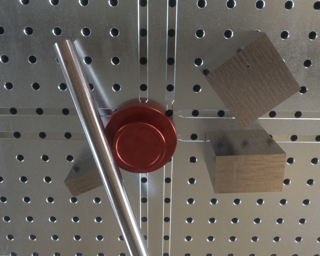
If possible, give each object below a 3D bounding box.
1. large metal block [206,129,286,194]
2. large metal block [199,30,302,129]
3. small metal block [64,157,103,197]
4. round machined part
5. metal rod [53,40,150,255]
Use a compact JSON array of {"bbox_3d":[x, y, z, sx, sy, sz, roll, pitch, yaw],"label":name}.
[{"bbox_3d":[0.105,0.040,0.400,0.081,0.080,0.050,-2,110,0],"label":"large metal block"},{"bbox_3d":[0.107,-0.060,0.379,0.080,0.050,0.080,-36,106,12],"label":"large metal block"},{"bbox_3d":[-0.096,0.062,0.422,0.050,0.050,0.025,-23,109,8],"label":"small metal block"},{"bbox_3d":[-0.027,0.018,0.411,0.099,0.042,0.097,0,110,0],"label":"round machined part"},{"bbox_3d":[-0.069,0.038,0.386,0.025,0.025,0.298,-19,94,6],"label":"metal rod"}]
